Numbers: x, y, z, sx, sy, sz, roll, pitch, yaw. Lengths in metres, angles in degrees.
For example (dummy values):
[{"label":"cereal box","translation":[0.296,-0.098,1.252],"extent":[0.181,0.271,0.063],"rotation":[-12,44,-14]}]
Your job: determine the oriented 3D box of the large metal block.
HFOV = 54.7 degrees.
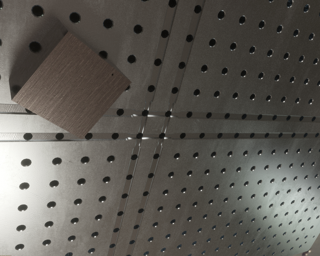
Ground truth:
[{"label":"large metal block","translation":[-0.091,-0.048,0.316],"extent":[0.080,0.050,0.080],"rotation":[-49,129,6]}]
